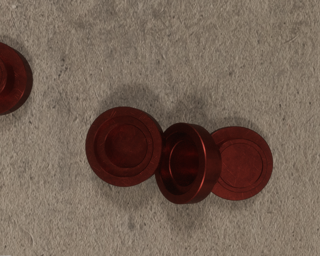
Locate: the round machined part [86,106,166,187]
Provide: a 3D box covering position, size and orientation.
[{"bbox_3d":[-0.040,0.023,0.394,0.098,0.042,0.097,0,89,13],"label":"round machined part"}]

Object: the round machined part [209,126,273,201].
[{"bbox_3d":[0.099,0.046,0.403,0.099,0.042,0.097,0,90,-1],"label":"round machined part"}]

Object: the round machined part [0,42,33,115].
[{"bbox_3d":[-0.222,-0.065,0.399,0.099,0.042,0.097,0,90,-1],"label":"round machined part"}]

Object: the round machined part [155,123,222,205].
[{"bbox_3d":[0.038,0.044,0.384,0.042,0.098,0.097,7,90,-36],"label":"round machined part"}]
